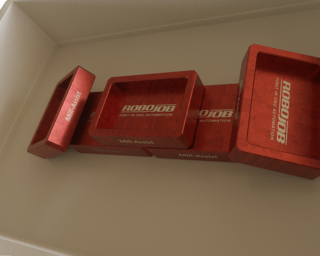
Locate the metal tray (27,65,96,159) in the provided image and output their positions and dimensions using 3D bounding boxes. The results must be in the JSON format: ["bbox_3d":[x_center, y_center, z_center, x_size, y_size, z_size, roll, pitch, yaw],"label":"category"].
[{"bbox_3d":[-0.150,-0.022,0.470,0.090,0.030,0.130,-17,50,50],"label":"metal tray"}]

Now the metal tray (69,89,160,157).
[{"bbox_3d":[-0.061,-0.009,0.439,0.130,0.030,0.090,0,62,28],"label":"metal tray"}]

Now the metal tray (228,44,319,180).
[{"bbox_3d":[0.127,-0.020,0.322,0.090,0.030,0.130,13,65,3],"label":"metal tray"}]

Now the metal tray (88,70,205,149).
[{"bbox_3d":[-0.018,-0.023,0.385,0.130,0.030,0.090,1,61,28],"label":"metal tray"}]

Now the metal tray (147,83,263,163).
[{"bbox_3d":[0.054,-0.007,0.378,0.130,0.030,0.090,0,62,28],"label":"metal tray"}]
